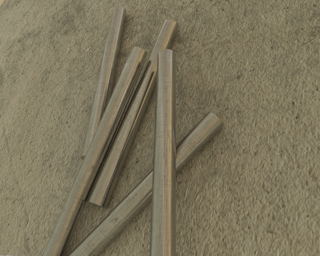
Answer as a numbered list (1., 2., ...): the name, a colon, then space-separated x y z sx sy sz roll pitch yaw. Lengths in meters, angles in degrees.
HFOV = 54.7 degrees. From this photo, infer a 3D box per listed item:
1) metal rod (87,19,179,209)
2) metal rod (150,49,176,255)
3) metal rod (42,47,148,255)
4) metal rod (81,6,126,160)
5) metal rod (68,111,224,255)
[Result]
1. metal rod: -0.030 -0.034 0.440 0.025 0.025 0.300 7 65 31
2. metal rod: 0.005 0.028 0.350 0.025 0.025 0.299 -12 56 22
3. metal rod: -0.080 0.024 0.412 0.025 0.025 0.299 10 72 32
4. metal rod: -0.086 -0.087 0.502 0.025 0.025 0.299 -9 58 23
5. metal rod: -0.037 0.095 0.364 0.300 0.025 0.025 -45 51 -4
